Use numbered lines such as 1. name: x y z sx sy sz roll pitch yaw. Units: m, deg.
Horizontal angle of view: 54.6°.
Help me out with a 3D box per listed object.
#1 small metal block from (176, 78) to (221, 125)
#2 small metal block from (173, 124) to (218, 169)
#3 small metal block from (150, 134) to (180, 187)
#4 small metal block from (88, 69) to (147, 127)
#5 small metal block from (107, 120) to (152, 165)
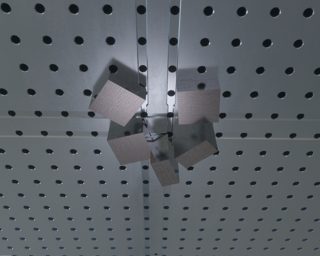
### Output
1. small metal block: 0.047 -0.033 0.384 0.050 0.025 0.050 -3 130 3
2. small metal block: 0.046 0.018 0.411 0.050 0.050 0.025 -33 123 25
3. small metal block: 0.007 0.045 0.433 0.025 0.050 0.050 -14 129 11
4. small metal block: -0.052 -0.036 0.380 0.050 0.025 0.050 28 125 -22
5. small metal block: -0.039 0.021 0.429 0.050 0.025 0.050 -13 129 11
